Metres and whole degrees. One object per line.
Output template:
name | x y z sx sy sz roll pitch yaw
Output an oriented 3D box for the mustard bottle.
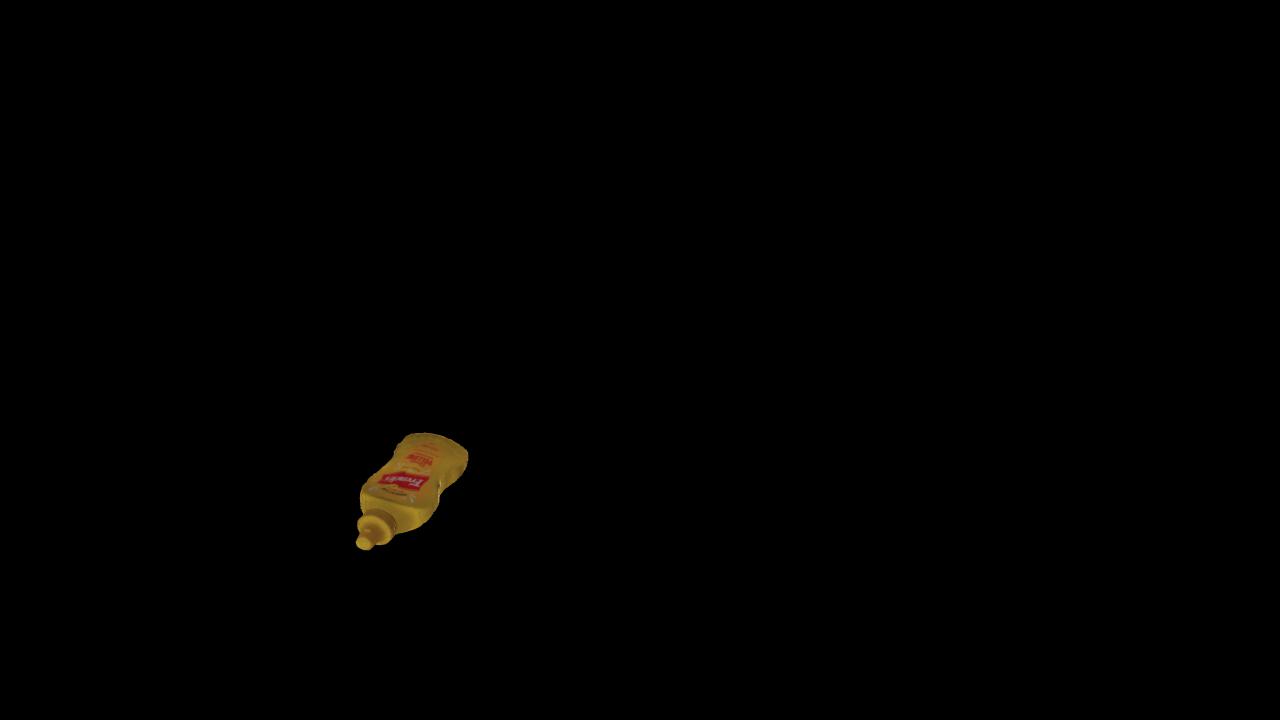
mustard bottle | -0.286 0.161 0.747 0.092 0.054 0.184 21 28 0
